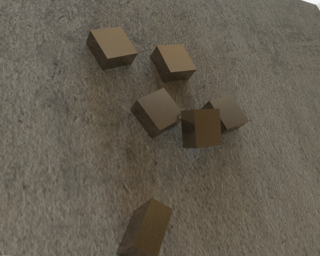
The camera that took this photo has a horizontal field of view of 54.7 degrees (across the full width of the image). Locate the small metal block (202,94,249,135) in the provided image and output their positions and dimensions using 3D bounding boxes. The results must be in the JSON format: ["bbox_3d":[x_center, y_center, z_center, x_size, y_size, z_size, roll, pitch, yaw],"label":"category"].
[{"bbox_3d":[0.098,-0.020,0.471,0.050,0.025,0.050,-18,71,-35],"label":"small metal block"}]

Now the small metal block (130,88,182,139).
[{"bbox_3d":[-0.003,-0.020,0.416,0.050,0.025,0.050,-29,78,-38],"label":"small metal block"}]

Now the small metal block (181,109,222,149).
[{"bbox_3d":[0.056,0.000,0.419,0.050,0.025,0.050,-5,91,-40],"label":"small metal block"}]

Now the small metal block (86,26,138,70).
[{"bbox_3d":[-0.068,-0.113,0.438,0.050,0.025,0.050,-22,74,-36],"label":"small metal block"}]

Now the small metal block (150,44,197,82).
[{"bbox_3d":[0.021,-0.101,0.478,0.050,0.025,0.050,-13,69,-34],"label":"small metal block"}]

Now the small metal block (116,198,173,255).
[{"bbox_3d":[-0.016,0.106,0.316,0.025,0.050,0.050,31,52,-9],"label":"small metal block"}]
